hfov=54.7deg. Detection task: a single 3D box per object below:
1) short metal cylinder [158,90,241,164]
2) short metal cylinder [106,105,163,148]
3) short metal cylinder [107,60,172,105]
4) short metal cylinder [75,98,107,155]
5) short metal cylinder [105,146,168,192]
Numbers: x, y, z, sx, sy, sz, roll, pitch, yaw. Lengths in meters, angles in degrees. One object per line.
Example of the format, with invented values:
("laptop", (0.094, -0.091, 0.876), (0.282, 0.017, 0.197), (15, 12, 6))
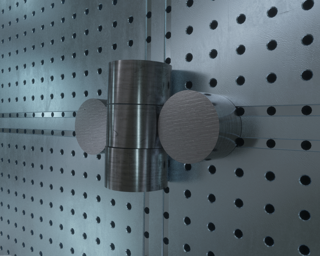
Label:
("short metal cylinder", (0.044, -0.001, 0.354), (0.080, 0.050, 0.079), (0, 90, 39))
("short metal cylinder", (-0.027, -0.003, 0.393), (0.080, 0.081, 0.050), (3, 92, 39))
("short metal cylinder", (-0.026, -0.054, 0.392), (0.080, 0.081, 0.050), (4, 92, 39))
("short metal cylinder", (-0.080, -0.002, 0.456), (0.080, 0.050, 0.079), (0, 90, 39))
("short metal cylinder", (-0.030, 0.048, 0.395), (0.080, 0.081, 0.050), (2, 91, 39))
